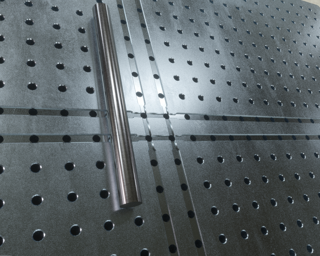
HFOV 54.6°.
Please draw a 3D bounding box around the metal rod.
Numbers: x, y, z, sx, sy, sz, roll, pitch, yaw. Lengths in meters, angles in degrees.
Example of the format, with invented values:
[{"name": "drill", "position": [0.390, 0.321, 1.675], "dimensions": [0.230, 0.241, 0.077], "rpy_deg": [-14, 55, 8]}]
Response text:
[{"name": "metal rod", "position": [-0.060, -0.048, 0.404], "dimensions": [0.025, 0.025, 0.299], "rpy_deg": [2, 61, -27]}]
